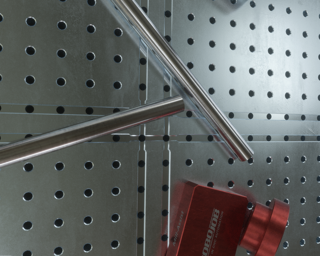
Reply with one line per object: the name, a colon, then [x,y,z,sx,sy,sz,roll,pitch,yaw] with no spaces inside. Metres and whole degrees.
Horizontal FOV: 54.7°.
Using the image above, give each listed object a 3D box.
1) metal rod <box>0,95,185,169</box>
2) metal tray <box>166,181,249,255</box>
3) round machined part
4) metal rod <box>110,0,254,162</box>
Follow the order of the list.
metal rod: [-0.108,0.010,0.373,0.302,0.025,0.025,-18,96,-20]
metal tray: [0.065,0.149,0.436,0.091,0.030,0.129,18,84,-20]
round machined part: [0.144,0.144,0.440,0.042,0.098,0.098,22,81,18]
metal rod: [0.034,-0.069,0.426,0.025,0.025,0.300,-44,104,-15]
